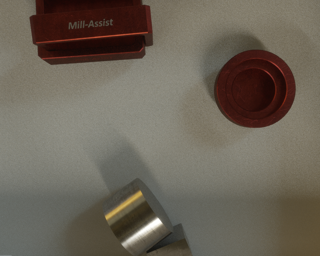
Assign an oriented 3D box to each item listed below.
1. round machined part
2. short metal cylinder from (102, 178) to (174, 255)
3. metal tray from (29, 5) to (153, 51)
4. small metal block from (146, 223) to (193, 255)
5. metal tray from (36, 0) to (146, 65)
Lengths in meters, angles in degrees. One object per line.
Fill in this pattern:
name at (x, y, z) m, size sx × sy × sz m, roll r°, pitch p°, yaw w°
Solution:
round machined part at (0.120, -0.049, 0.405) m, size 0.099 × 0.042 × 0.097 m, roll 0°, pitch 90°, yaw -1°
short metal cylinder at (-0.026, 0.109, 0.384) m, size 0.050 × 0.080 × 0.080 m, roll -36°, pitch 90°, yaw 0°
metal tray at (-0.075, -0.116, 0.376) m, size 0.131 × 0.090 × 0.030 m, roll -6°, pitch 96°, yaw -1°
small metal block at (0.011, 0.152, 0.399) m, size 0.050 × 0.050 × 0.025 m, roll -22°, pitch 93°, yaw 0°
metal tray at (-0.087, -0.132, 0.396) m, size 0.131 × 0.030 × 0.089 m, roll -4°, pitch 87°, yaw 2°
